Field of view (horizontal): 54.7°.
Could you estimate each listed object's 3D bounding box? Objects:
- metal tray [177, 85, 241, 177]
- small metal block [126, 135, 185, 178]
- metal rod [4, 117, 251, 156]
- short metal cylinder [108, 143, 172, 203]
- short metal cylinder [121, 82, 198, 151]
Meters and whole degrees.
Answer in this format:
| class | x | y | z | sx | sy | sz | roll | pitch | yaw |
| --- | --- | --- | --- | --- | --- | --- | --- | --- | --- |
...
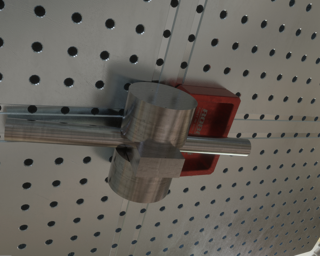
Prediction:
| class | x | y | z | sx | sy | sz | roll | pitch | yaw |
| --- | --- | --- | --- | --- | --- | --- | --- | --- | --- |
| metal tray | 0.052 | 0.008 | 0.441 | 0.091 | 0.030 | 0.129 | 1 | 118 | -29 |
| small metal block | -0.006 | 0.031 | 0.349 | 0.050 | 0.050 | 0.025 | 5 | 116 | -21 |
| metal rod | -0.021 | 0.014 | 0.378 | 0.302 | 0.025 | 0.025 | 5 | 116 | -21 |
| short metal cylinder | -0.022 | 0.050 | 0.394 | 0.081 | 0.080 | 0.050 | 1 | 118 | -29 |
| short metal cylinder | -0.002 | -0.016 | 0.363 | 0.081 | 0.080 | 0.050 | 1 | 118 | -29 |
